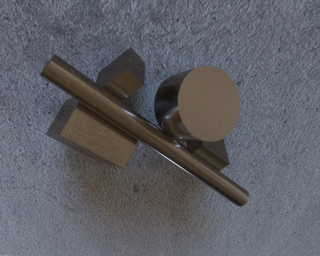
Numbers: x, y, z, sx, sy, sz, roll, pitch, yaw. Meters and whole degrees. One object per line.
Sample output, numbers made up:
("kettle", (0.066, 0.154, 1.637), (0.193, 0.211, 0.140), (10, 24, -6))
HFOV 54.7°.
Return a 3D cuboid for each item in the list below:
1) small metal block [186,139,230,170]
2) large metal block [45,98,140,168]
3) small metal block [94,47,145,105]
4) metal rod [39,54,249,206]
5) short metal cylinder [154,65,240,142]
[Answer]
("small metal block", (0.062, 0.025, 0.411), (0.050, 0.050, 0.025), (33, 122, -25))
("large metal block", (-0.081, 0.005, 0.372), (0.080, 0.050, 0.080), (33, 163, -26))
("small metal block", (-0.044, -0.056, 0.345), (0.050, 0.050, 0.025), (-31, 124, 23))
("metal rod", (0.003, 0.018, 0.359), (0.301, 0.025, 0.025), (36, 121, -27))
("short metal cylinder", (0.041, -0.025, 0.344), (0.080, 0.080, 0.050), (32, 164, -24))
